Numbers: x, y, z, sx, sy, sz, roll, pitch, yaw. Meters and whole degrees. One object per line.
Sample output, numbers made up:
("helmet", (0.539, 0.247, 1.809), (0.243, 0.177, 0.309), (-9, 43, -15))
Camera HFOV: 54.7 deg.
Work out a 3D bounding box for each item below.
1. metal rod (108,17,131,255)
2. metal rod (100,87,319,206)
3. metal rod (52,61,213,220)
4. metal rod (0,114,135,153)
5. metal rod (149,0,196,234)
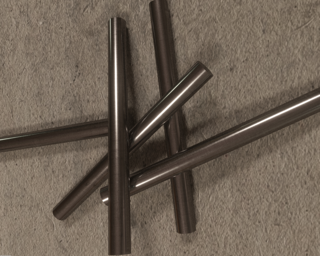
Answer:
("metal rod", (-0.052, -0.004, 0.384), (0.025, 0.025, 0.299), (-10, 71, 19))
("metal rod", (0.065, 0.023, 0.365), (0.301, 0.025, 0.025), (-26, 82, 10))
("metal rod", (-0.048, 0.029, 0.406), (0.299, 0.025, 0.025), (-44, 77, 21))
("metal rod", (-0.180, 0.015, 0.470), (0.301, 0.025, 0.025), (-9, 87, 19))
("metal rod", (0.016, -0.017, 0.402), (0.025, 0.025, 0.298), (-8, 87, 19))
